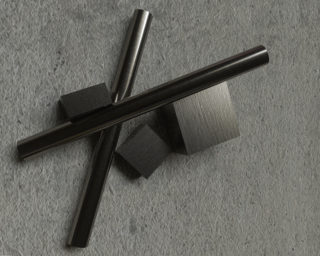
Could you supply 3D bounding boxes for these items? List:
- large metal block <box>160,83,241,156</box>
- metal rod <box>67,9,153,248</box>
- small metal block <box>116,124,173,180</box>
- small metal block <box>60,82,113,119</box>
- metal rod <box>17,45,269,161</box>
[{"bbox_3d":[0.051,-0.016,0.416,0.081,0.050,0.080,-19,97,-19],"label":"large metal block"},{"bbox_3d":[-0.060,-0.004,0.387,0.025,0.025,0.299,17,84,-20],"label":"metal rod"},{"bbox_3d":[-0.021,0.030,0.402,0.050,0.025,0.050,46,76,-15],"label":"small metal block"},{"bbox_3d":[-0.088,-0.031,0.364,0.050,0.050,0.025,-22,98,-19],"label":"small metal block"},{"bbox_3d":[-0.017,-0.030,0.360,0.302,0.025,0.025,-22,98,-3],"label":"metal rod"}]
